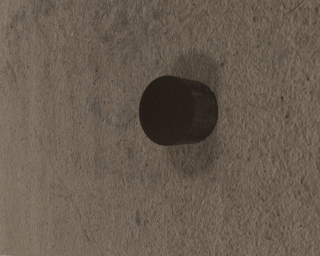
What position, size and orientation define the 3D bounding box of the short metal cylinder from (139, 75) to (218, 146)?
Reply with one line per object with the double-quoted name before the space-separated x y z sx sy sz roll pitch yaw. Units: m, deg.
"short metal cylinder" 0.022 -0.020 0.369 0.080 0.050 0.079 0 90 39
